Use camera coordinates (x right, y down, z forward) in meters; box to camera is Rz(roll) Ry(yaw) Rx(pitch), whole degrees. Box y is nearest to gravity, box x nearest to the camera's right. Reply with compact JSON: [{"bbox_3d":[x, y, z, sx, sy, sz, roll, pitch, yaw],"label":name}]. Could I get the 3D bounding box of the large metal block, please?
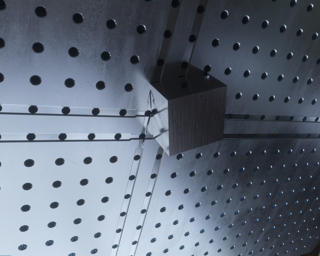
[{"bbox_3d":[0.036,-0.020,0.402,0.081,0.050,0.080,-16,125,-20],"label":"large metal block"}]
